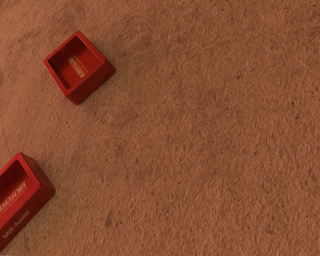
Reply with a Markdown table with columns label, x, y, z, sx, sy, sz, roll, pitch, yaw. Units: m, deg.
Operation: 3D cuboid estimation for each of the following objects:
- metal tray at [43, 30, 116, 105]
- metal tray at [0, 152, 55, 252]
| label | x | y | z | sx | sy | sz | roll | pitch | yaw |
| --- | --- | --- | --- | --- | --- | --- | --- | --- | --- |
| metal tray | -0.144 | -0.109 | 0.543 | 0.090 | 0.030 | 0.130 | -42 | 51 | -1 |
| metal tray | -0.224 | 0.110 | 0.450 | 0.130 | 0.030 | 0.090 | -48 | 51 | -6 |
